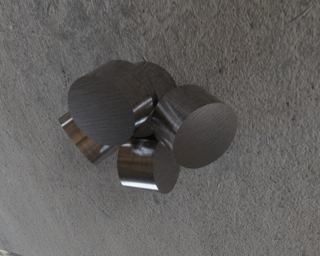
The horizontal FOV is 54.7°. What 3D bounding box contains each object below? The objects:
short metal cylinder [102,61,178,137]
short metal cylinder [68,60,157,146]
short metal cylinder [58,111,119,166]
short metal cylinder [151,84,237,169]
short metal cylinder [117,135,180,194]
[{"bbox_3d":[-0.023,-0.036,0.381,0.080,0.050,0.079,13,124,20],"label":"short metal cylinder"},{"bbox_3d":[-0.051,-0.027,0.335,0.080,0.050,0.079,13,124,20],"label":"short metal cylinder"},{"bbox_3d":[-0.089,0.004,0.414,0.080,0.050,0.080,51,172,11],"label":"short metal cylinder"},{"bbox_3d":[0.037,-0.002,0.343,0.050,0.081,0.079,46,143,49],"label":"short metal cylinder"},{"bbox_3d":[-0.012,0.043,0.403,0.050,0.080,0.079,2,119,27],"label":"short metal cylinder"}]
